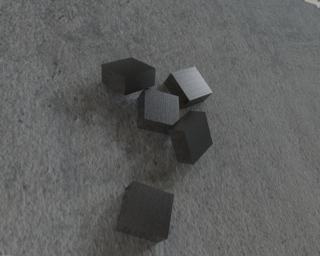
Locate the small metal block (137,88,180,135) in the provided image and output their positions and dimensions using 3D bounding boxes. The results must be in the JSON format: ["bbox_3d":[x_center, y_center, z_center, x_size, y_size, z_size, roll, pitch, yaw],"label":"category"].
[{"bbox_3d":[-0.002,-0.022,0.418,0.050,0.025,0.050,13,56,-21],"label":"small metal block"}]

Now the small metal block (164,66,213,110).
[{"bbox_3d":[0.043,-0.061,0.466,0.050,0.025,0.050,-22,74,-36],"label":"small metal block"}]

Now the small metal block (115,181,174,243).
[{"bbox_3d":[-0.016,0.092,0.340,0.050,0.025,0.050,22,53,-15],"label":"small metal block"}]

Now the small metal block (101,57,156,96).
[{"bbox_3d":[-0.042,-0.070,0.410,0.050,0.025,0.050,-24,42,-37],"label":"small metal block"}]

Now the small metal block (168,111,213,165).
[{"bbox_3d":[0.041,0.012,0.404,0.050,0.025,0.050,-40,124,-39],"label":"small metal block"}]
